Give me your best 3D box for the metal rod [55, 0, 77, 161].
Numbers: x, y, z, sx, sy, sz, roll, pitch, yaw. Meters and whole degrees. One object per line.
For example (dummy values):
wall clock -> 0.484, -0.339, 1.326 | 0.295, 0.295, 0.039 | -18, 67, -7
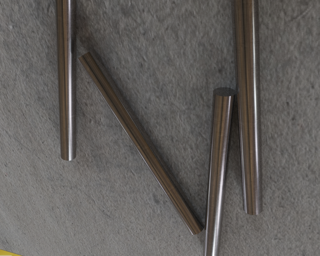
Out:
metal rod -> -0.128, -0.074, 0.426 | 0.025, 0.025, 0.298 | 22, 127, 15

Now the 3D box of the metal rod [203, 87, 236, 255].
metal rod -> 0.076, 0.088, 0.419 | 0.025, 0.025, 0.298 | 12, 123, 21

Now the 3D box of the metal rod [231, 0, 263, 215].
metal rod -> 0.097, -0.025, 0.339 | 0.025, 0.025, 0.298 | 4, 120, 26

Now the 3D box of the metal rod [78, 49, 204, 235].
metal rod -> -0.019, 0.029, 0.433 | 0.025, 0.025, 0.299 | -21, 108, 35
